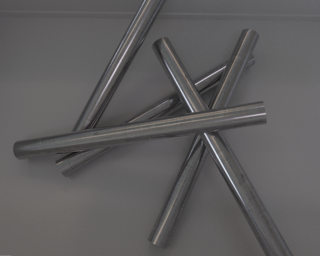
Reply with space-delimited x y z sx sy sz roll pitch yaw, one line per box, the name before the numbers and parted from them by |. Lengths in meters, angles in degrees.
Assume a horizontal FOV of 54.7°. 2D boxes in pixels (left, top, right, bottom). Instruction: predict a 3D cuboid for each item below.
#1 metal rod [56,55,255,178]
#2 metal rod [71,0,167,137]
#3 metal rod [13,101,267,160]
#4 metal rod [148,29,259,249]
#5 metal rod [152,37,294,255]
metal rod | 0.002 -0.025 0.418 0.301 0.025 0.025 -31 73 -11
metal rod | -0.032 -0.111 0.381 0.025 0.025 0.299 33 100 11
metal rod | -0.034 0.006 0.362 0.301 0.025 0.025 -9 70 13
metal rod | 0.060 0.004 0.393 0.025 0.025 0.299 24 77 8
metal rod | 0.065 0.017 0.361 0.025 0.025 0.299 -24 72 -9
